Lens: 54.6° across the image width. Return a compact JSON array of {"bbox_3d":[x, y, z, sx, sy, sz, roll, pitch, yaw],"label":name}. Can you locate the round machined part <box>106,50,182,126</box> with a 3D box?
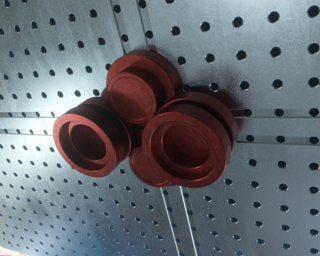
[{"bbox_3d":[-0.026,-0.044,0.387,0.098,0.042,0.097,13,124,21],"label":"round machined part"}]

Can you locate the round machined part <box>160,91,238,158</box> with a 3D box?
[{"bbox_3d":[0.045,0.000,0.376,0.098,0.042,0.097,13,124,21],"label":"round machined part"}]

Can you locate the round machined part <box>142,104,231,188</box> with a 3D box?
[{"bbox_3d":[0.032,0.017,0.352,0.098,0.042,0.097,13,124,21],"label":"round machined part"}]

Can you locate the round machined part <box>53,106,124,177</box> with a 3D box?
[{"bbox_3d":[-0.090,0.015,0.415,0.098,0.042,0.097,13,124,21],"label":"round machined part"}]

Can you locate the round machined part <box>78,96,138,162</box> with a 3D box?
[{"bbox_3d":[-0.074,0.000,0.439,0.098,0.042,0.097,13,124,21],"label":"round machined part"}]

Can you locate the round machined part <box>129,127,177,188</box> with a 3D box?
[{"bbox_3d":[-0.004,0.043,0.428,0.098,0.042,0.097,13,124,21],"label":"round machined part"}]
